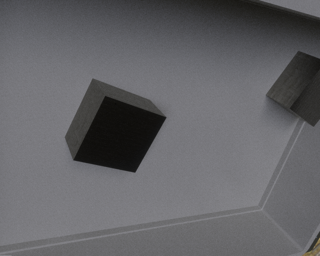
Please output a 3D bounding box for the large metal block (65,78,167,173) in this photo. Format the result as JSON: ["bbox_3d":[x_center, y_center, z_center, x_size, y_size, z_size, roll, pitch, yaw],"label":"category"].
[{"bbox_3d":[-0.053,-0.001,0.363,0.081,0.050,0.080,18,109,-35],"label":"large metal block"}]

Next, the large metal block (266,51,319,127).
[{"bbox_3d":[0.226,-0.059,0.479,0.080,0.050,0.080,25,105,-37],"label":"large metal block"}]
